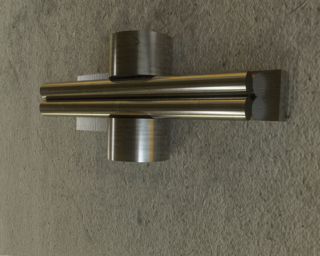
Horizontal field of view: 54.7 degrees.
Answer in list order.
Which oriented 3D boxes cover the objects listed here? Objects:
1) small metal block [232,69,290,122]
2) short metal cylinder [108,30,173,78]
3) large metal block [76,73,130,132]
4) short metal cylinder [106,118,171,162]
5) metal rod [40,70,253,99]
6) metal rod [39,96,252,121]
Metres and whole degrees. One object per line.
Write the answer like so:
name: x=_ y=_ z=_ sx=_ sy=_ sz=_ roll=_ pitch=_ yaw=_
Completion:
small metal block: x=0.104 y=-0.033 z=0.321 sx=0.050 sy=0.025 sz=0.050 roll=4 pitch=93 yaw=40
short metal cylinder: x=-0.024 y=-0.087 z=0.390 sx=0.080 sy=0.081 sz=0.050 roll=2 pitch=92 yaw=40
large metal block: x=-0.076 y=-0.036 z=0.453 sx=0.080 sy=0.050 sz=0.079 roll=3 pitch=92 yaw=40
short metal cylinder: x=-0.027 y=0.013 z=0.393 sx=0.080 sy=0.081 sz=0.050 roll=2 pitch=92 yaw=40
metal rod: x=-0.040 y=-0.049 z=0.381 sx=0.300 sy=0.025 sz=0.025 roll=2 pitch=92 yaw=32
metal rod: x=-0.041 y=-0.024 z=0.382 sx=0.300 sy=0.025 sz=0.025 roll=2 pitch=92 yaw=32
